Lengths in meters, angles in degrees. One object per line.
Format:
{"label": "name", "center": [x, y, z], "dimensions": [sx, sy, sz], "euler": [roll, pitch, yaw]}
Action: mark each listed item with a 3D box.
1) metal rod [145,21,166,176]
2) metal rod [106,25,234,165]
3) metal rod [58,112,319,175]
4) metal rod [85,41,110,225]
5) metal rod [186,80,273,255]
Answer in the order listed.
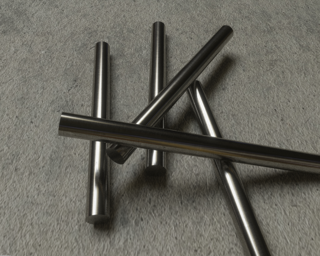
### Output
{"label": "metal rod", "center": [-0.004, -0.065, 0.457], "dimensions": [0.025, 0.025, 0.300], "euler": [1, 50, 0]}
{"label": "metal rod", "center": [0.030, -0.064, 0.425], "dimensions": [0.025, 0.025, 0.301], "euler": [26, 53, 20]}
{"label": "metal rod", "center": [0.046, 0.020, 0.342], "dimensions": [0.302, 0.025, 0.025], "euler": [9, 49, -10]}
{"label": "metal rod", "center": [-0.080, -0.019, 0.417], "dimensions": [0.025, 0.025, 0.300], "euler": [-4, 50, -4]}
{"label": "metal rod", "center": [0.078, 0.052, 0.360], "dimensions": [0.025, 0.025, 0.300], "euler": [-8, 51, -7]}
